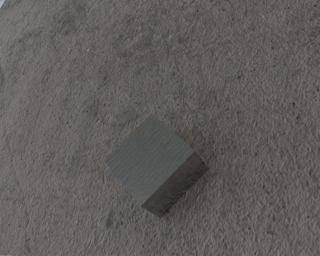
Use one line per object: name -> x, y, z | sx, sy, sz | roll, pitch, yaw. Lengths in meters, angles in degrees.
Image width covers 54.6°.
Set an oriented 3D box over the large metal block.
large metal block -> -0.004, 0.043, 0.365 | 0.080, 0.050, 0.080 | -45, 51, -3
